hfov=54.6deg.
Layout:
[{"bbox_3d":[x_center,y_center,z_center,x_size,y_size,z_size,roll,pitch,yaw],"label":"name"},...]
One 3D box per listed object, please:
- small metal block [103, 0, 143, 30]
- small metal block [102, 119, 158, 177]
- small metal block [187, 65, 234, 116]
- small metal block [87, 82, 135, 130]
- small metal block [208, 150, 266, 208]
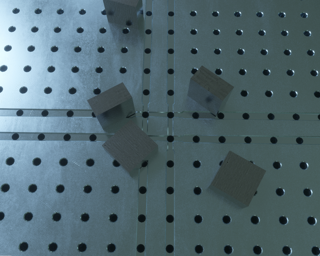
[{"bbox_3d":[-0.054,-0.179,0.464,0.050,0.050,0.025,16,71,6],"label":"small metal block"},{"bbox_3d":[-0.038,0.026,0.402,0.050,0.025,0.050,43,75,14],"label":"small metal block"},{"bbox_3d":[0.066,-0.049,0.417,0.050,0.050,0.025,37,74,12],"label":"small metal block"},{"bbox_3d":[-0.062,-0.028,0.408,0.050,0.050,0.025,-29,73,-10],"label":"small metal block"},{"bbox_3d":[0.096,0.065,0.389,0.050,0.025,0.050,30,73,10],"label":"small metal block"}]
